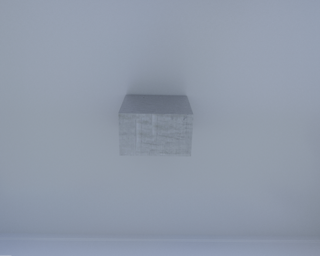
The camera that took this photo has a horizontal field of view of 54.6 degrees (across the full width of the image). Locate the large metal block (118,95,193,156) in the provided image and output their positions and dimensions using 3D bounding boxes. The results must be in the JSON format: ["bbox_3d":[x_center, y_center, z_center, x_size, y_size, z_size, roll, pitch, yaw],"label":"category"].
[{"bbox_3d":[-0.005,-0.006,0.377,0.080,0.080,0.050,1,110,-1],"label":"large metal block"}]
